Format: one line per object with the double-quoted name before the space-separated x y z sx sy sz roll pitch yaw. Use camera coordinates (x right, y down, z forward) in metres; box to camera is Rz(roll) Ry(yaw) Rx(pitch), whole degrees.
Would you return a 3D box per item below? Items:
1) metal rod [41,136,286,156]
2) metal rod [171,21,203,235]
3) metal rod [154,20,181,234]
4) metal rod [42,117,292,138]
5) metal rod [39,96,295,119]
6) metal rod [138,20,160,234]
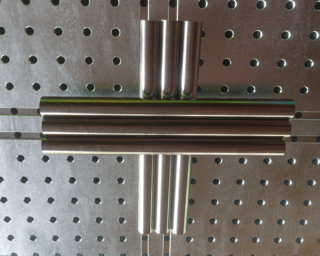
"metal rod" 0.005 0.022 0.395 0.302 0.025 0.025 0 110 -1
"metal rod" 0.033 0.014 0.419 0.025 0.025 0.298 2 110 -1
"metal rod" 0.008 0.012 0.418 0.025 0.025 0.298 2 110 -1
"metal rod" 0.009 -0.001 0.386 0.302 0.025 0.025 0 110 -1
"metal rod" 0.009 -0.025 0.377 0.302 0.025 0.025 0 110 -1
"metal rod" -0.017 0.013 0.418 0.025 0.025 0.298 2 110 -1
